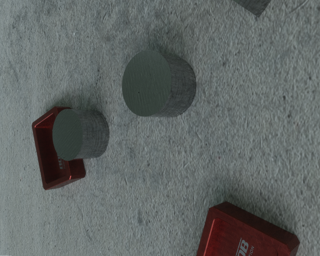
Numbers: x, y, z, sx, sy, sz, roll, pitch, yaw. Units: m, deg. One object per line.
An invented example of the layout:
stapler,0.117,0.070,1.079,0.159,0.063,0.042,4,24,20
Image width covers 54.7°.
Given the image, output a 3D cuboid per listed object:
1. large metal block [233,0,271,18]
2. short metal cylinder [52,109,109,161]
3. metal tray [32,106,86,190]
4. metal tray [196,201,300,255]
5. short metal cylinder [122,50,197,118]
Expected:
large metal block,0.087,-0.175,0.316,0.080,0.050,0.080,49,119,29
short metal cylinder,-0.126,0.010,0.493,0.080,0.050,0.079,0,90,40
metal tray,-0.183,0.037,0.552,0.090,0.030,0.129,-25,74,37
metal tray,0.083,0.158,0.333,0.090,0.030,0.129,21,103,38
short metal cylinder,-0.002,-0.053,0.390,0.080,0.050,0.079,0,90,40
